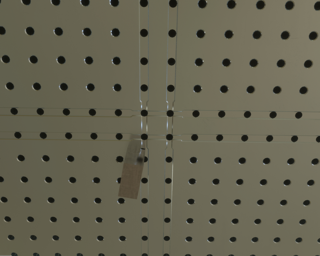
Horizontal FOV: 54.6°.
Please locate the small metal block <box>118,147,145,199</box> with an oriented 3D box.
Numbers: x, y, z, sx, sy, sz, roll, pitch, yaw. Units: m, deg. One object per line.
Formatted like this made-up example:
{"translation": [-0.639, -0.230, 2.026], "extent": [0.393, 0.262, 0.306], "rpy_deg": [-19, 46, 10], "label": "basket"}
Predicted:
{"translation": [-0.038, 0.060, 0.422], "extent": [0.025, 0.050, 0.050], "rpy_deg": [10, 110, -4], "label": "small metal block"}
